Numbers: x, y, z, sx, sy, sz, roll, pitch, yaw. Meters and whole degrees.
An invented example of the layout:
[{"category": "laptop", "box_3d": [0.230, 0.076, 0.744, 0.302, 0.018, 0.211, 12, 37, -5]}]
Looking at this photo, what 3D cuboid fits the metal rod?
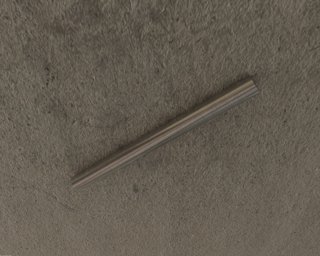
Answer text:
[{"category": "metal rod", "box_3d": [-0.008, 0.016, 0.423, 0.300, 0.025, 0.025, -30, 124, 22]}]
